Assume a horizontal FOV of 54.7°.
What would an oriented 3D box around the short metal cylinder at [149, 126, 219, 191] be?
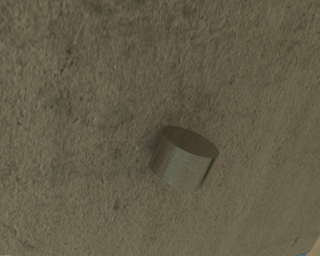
[{"bbox_3d":[0.032,0.039,0.414,0.081,0.080,0.050,9,114,-33],"label":"short metal cylinder"}]
